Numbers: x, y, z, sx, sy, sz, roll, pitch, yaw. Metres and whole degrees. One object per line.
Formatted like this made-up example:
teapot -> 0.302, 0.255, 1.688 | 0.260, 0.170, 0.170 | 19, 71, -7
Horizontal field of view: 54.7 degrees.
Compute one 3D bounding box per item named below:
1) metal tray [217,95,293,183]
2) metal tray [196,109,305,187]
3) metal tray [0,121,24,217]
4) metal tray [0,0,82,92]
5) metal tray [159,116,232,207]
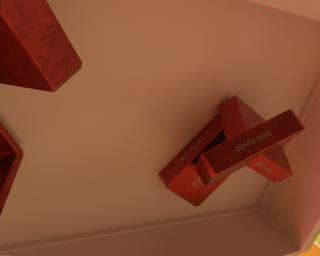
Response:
metal tray -> 0.141, 0.019, 0.455 | 0.030, 0.090, 0.131 | -33, 136, 31
metal tray -> 0.113, 0.030, 0.410 | 0.131, 0.030, 0.090 | -26, 162, -6
metal tray -> -0.179, 0.011, 0.272 | 0.030, 0.090, 0.129 | -15, 128, 6
metal tray -> -0.127, -0.075, 0.226 | 0.030, 0.130, 0.090 | -53, 136, -30
metal tray -> 0.073, 0.054, 0.481 | 0.130, 0.030, 0.090 | -46, 129, 4
